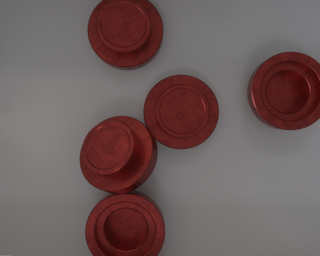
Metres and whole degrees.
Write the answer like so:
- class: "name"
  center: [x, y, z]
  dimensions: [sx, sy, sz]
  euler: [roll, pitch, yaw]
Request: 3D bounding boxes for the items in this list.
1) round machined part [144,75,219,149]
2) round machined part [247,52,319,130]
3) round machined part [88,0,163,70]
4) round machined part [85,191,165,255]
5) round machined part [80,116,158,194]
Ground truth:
- class: "round machined part"
  center: [0.028, -0.021, 0.403]
  dimensions: [0.099, 0.042, 0.097]
  euler: [0, 90, 0]
- class: "round machined part"
  center: [0.163, -0.046, 0.404]
  dimensions: [0.099, 0.042, 0.097]
  euler: [0, 90, 0]
- class: "round machined part"
  center: [-0.045, -0.128, 0.402]
  dimensions: [0.099, 0.042, 0.097]
  euler: [0, 90, 0]
- class: "round machined part"
  center: [-0.043, 0.128, 0.402]
  dimensions: [0.099, 0.042, 0.097]
  euler: [0, 91, 0]
- class: "round machined part"
  center: [-0.056, 0.029, 0.382]
  dimensions: [0.098, 0.042, 0.098]
  euler: [-7, 66, 15]
